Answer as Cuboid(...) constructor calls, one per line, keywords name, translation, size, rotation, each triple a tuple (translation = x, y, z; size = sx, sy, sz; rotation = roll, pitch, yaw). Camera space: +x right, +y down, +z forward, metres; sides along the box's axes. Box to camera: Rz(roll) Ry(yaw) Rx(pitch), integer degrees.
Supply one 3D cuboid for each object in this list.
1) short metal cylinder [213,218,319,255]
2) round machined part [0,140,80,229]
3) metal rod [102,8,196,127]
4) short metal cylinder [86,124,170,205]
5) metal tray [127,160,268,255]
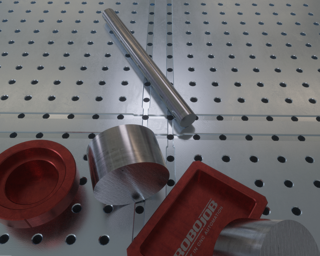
Cuboid(name="short metal cylinder", translation=(0.092, 0.119, 0.266), size=(0.081, 0.050, 0.080), rotation=(9, 73, -31))
Cuboid(name="round machined part", translation=(-0.138, 0.064, 0.342), size=(0.099, 0.042, 0.098), rotation=(0, 50, 0))
Cuboid(name="metal rod", translation=(-0.030, -0.113, 0.501), size=(0.025, 0.025, 0.300), rotation=(-21, 53, -17))
Cuboid(name="short metal cylinder", translation=(-0.036, 0.041, 0.337), size=(0.081, 0.080, 0.050), rotation=(-13, 51, -11))
Cuboid(name="metal tray", translation=(0.040, 0.104, 0.316), size=(0.090, 0.030, 0.131), rotation=(28, 55, 21))
